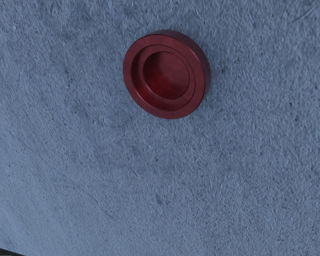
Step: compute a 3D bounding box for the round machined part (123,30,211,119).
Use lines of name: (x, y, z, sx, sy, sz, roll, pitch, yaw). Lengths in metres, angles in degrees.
round machined part: (0.011, -0.063, 0.352, 0.098, 0.042, 0.097, 13, 124, 21)
